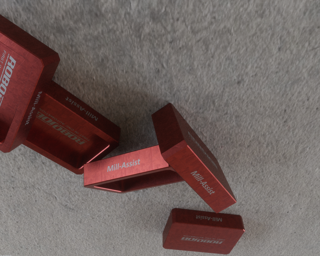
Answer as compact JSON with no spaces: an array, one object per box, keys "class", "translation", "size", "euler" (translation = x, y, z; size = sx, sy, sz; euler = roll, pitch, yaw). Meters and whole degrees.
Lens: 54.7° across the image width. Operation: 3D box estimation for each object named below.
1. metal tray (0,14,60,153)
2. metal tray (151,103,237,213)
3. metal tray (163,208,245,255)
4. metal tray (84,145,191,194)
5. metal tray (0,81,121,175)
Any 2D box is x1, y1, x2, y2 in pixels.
[{"class":"metal tray","translation":[-0.173,-0.046,0.332],"size":[0.090,0.030,0.129],"euler":[34,118,-1]},{"class":"metal tray","translation":[0.043,0.039,0.395],"size":[0.030,0.090,0.130],"euler":[-34,124,12]},{"class":"metal tray","translation":[0.077,0.191,0.568],"size":[0.131,0.030,0.089],"euler":[8,130,-8]},{"class":"metal tray","translation":[-0.024,0.058,0.416],"size":[0.130,0.030,0.090],"euler":[-16,157,23]},{"class":"metal tray","translation":[-0.128,0.001,0.402],"size":[0.090,0.030,0.130],"euler":[-37,122,27]}]
